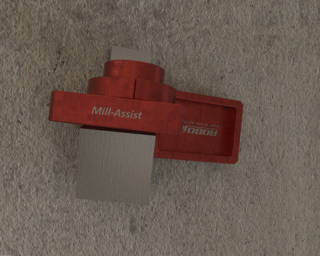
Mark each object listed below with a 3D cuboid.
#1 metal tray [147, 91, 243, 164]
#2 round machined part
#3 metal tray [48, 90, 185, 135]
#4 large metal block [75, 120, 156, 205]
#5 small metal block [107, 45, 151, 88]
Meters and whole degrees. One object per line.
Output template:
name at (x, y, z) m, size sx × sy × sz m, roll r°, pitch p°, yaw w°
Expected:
metal tray at (0.048, 0.000, 0.426) m, size 0.131 × 0.030 × 0.089 m, roll 7°, pitch 88°, yaw -20°
round machined part at (-0.030, -0.048, 0.349) m, size 0.099 × 0.098 × 0.042 m, roll 6°, pitch 88°, yaw -20°
metal tray at (-0.043, -0.014, 0.342) m, size 0.131 × 0.090 × 0.030 m, roll 6°, pitch 89°, yaw -2°
large metal block at (-0.049, 0.038, 0.360) m, size 0.081 × 0.050 × 0.079 m, roll 6°, pitch 101°, yaw -3°
small metal block at (-0.042, -0.073, 0.396) m, size 0.050 × 0.025 × 0.050 m, roll 7°, pitch 88°, yaw -20°
